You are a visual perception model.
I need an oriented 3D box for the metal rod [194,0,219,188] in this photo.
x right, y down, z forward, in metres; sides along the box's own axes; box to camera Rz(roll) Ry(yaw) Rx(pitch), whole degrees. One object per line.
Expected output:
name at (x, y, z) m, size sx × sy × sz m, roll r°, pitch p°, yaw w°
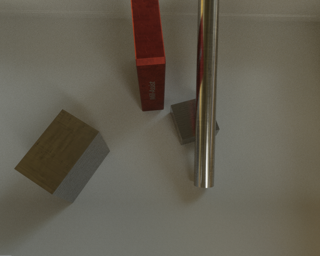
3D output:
metal rod at (0.057, -0.077, 0.374) m, size 0.025 × 0.025 × 0.298 m, roll 1°, pitch 95°, yaw 0°

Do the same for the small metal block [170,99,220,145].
small metal block at (0.045, -0.010, 0.414) m, size 0.050 × 0.025 × 0.050 m, roll -15°, pitch 71°, yaw -6°

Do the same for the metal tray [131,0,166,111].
metal tray at (-0.014, -0.086, 0.385) m, size 0.030 × 0.130 × 0.090 m, roll -5°, pitch 70°, yaw -2°

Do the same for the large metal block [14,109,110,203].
large metal block at (-0.109, 0.036, 0.366) m, size 0.050 × 0.080 × 0.080 m, roll 31°, pitch 73°, yaw 10°
